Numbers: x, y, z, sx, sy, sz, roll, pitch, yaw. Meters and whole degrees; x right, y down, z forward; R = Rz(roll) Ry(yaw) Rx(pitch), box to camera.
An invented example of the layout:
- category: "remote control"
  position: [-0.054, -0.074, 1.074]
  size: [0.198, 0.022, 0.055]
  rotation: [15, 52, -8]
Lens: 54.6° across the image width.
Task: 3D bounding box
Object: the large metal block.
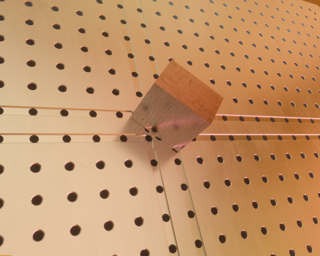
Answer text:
- category: "large metal block"
  position: [0.020, -0.026, 0.399]
  size: [0.080, 0.080, 0.050]
  rotation: [36, 51, -5]
